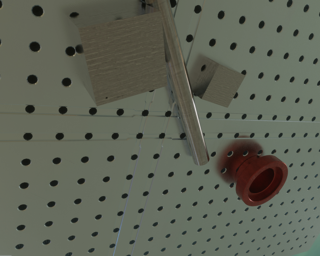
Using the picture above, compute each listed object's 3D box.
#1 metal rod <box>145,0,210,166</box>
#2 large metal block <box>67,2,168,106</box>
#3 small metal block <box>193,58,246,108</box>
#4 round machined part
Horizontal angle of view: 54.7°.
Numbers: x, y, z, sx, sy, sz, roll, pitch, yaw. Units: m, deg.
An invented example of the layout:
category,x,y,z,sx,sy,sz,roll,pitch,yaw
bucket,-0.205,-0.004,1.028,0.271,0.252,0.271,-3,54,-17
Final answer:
category,x,y,z,sx,sy,sz,roll,pitch,yaw
metal rod,0.024,-0.062,0.387,0.025,0.025,0.299,-28,129,-11
large metal block,-0.042,-0.079,0.324,0.081,0.050,0.079,-19,126,-18
small metal block,0.079,-0.060,0.419,0.050,0.025,0.050,14,111,-34
round machined part,0.176,0.088,0.554,0.099,0.042,0.097,-14,125,-21
